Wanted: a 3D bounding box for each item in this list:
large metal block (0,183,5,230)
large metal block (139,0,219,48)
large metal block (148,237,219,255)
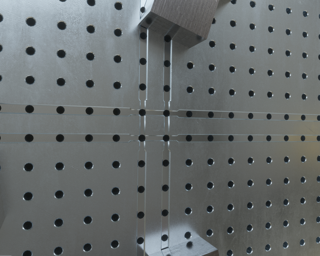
[{"bbox_3d":[-0.214,0.070,0.321,0.081,0.050,0.079,-8,93,-20],"label":"large metal block"},{"bbox_3d":[0.028,-0.164,0.410,0.081,0.050,0.080,20,83,-19],"label":"large metal block"},{"bbox_3d":[0.037,0.205,0.415,0.081,0.050,0.079,-12,94,-20],"label":"large metal block"}]
